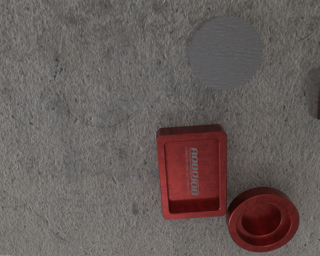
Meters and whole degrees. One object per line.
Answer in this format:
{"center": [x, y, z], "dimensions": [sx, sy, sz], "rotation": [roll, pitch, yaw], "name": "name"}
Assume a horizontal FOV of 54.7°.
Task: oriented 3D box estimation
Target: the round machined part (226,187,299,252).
{"center": [0.144, 0.127, 0.449], "dimensions": [0.099, 0.042, 0.097], "rotation": [0, 110, 0], "name": "round machined part"}

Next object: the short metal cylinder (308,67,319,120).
{"center": [0.220, -0.043, 0.367], "dimensions": [0.080, 0.080, 0.050], "rotation": [-8, 110, 3], "name": "short metal cylinder"}

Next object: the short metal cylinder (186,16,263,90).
{"center": [0.073, -0.090, 0.364], "dimensions": [0.081, 0.050, 0.079], "rotation": [0, 110, 0], "name": "short metal cylinder"}

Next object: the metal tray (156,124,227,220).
{"center": [0.045, 0.063, 0.430], "dimensions": [0.091, 0.030, 0.129], "rotation": [-4, 110, 1], "name": "metal tray"}
